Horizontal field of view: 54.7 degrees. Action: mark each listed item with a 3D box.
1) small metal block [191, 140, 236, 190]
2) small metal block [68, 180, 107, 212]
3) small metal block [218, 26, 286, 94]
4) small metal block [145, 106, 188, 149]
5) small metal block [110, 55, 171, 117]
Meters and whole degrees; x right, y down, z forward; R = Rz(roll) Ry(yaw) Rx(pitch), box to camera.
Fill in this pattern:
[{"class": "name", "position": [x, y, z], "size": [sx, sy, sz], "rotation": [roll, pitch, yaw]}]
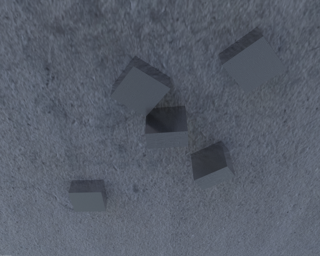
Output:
[{"class": "small metal block", "position": [0.074, 0.052, 0.437], "size": [0.050, 0.050, 0.025], "rotation": [-27, 125, 21]}, {"class": "small metal block", "position": [-0.115, 0.110, 0.499], "size": [0.050, 0.025, 0.050], "rotation": [-1, 130, 0]}, {"class": "small metal block", "position": [0.102, -0.074, 0.346], "size": [0.050, 0.025, 0.050], "rotation": [-34, 123, 25]}, {"class": "small metal block", "position": [0.008, -0.001, 0.390], "size": [0.050, 0.050, 0.025], "rotation": [-4, 130, 2]}, {"class": "small metal block", "position": [-0.023, -0.048, 0.366], "size": [0.050, 0.025, 0.050], "rotation": [29, 124, -23]}]
